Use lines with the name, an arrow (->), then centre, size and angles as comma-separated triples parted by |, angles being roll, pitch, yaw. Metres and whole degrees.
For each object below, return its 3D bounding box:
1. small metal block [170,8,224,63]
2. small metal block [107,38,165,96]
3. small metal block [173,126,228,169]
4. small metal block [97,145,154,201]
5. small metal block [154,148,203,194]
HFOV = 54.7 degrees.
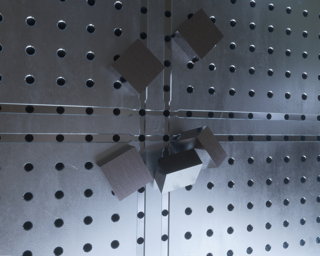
small metal block -> 0.052, -0.129, 0.433 | 0.050, 0.025, 0.050 | -47, 105, -14
small metal block -> -0.031, -0.078, 0.402 | 0.050, 0.025, 0.050 | 45, 76, -15
small metal block -> 0.054, 0.028, 0.418 | 0.025, 0.050, 0.050 | -44, 105, -32
small metal block -> -0.045, 0.057, 0.397 | 0.050, 0.025, 0.050 | -31, 100, -18
small metal block -> 0.023, 0.057, 0.407 | 0.050, 0.050, 0.025 | -14, 54, -20
